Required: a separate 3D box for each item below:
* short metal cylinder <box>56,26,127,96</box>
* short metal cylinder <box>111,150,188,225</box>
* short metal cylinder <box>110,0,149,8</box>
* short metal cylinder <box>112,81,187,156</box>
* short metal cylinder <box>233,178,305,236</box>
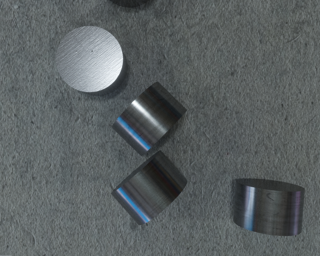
[{"bbox_3d":[-0.085,-0.083,0.397,0.081,0.050,0.080,0,90,0],"label":"short metal cylinder"},{"bbox_3d":[-0.013,0.072,0.382,0.080,0.080,0.050,-41,90,0],"label":"short metal cylinder"},{"bbox_3d":[-0.042,-0.204,0.397,0.081,0.050,0.080,0,90,0],"label":"short metal cylinder"},{"bbox_3d":[-0.013,-0.011,0.382,0.050,0.080,0.080,45,90,0],"label":"short metal cylinder"},{"bbox_3d":[0.133,0.095,0.383,0.080,0.080,0.050,4,90,0],"label":"short metal cylinder"}]
